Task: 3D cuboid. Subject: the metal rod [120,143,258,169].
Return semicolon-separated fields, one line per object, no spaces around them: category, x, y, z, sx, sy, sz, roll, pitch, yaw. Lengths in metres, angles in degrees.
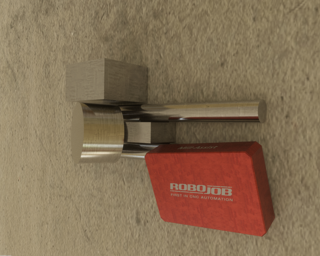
metal rod;-0.014;0.031;0.416;0.300;0.025;0.025;0;90;39

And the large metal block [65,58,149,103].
large metal block;-0.072;-0.061;0.429;0.080;0.081;0.050;1;91;39

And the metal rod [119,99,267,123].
metal rod;-0.010;-0.020;0.413;0.300;0.025;0.025;1;91;39

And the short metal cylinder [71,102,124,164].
short metal cylinder;-0.085;0.007;0.412;0.080;0.050;0.080;-8;81;63

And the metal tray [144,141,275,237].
metal tray;0.050;0.064;0.342;0.130;0.030;0.089;-5;105;38

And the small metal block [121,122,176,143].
small metal block;-0.014;0.005;0.399;0.050;0.050;0.025;1;91;39
